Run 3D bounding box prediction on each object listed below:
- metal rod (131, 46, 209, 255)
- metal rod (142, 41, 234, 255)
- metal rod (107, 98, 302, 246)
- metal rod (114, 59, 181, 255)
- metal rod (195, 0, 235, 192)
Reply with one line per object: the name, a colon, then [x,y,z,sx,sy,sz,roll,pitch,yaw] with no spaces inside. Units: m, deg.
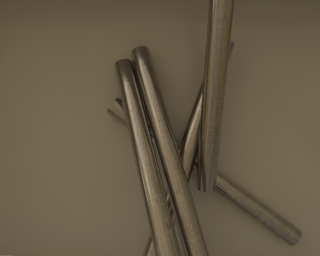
metal rod: [0.011,0.035,0.366,0.025,0.025,0.299,-15,72,0]
metal rod: [0.035,0.030,0.386,0.025,0.025,0.299,19,85,-1]
metal rod: [0.059,0.058,0.412,0.301,0.025,0.025,36,90,-1]
metal rod: [-0.013,0.048,0.352,0.025,0.025,0.299,-15,66,0]
metal rod: [0.061,-0.065,0.337,0.025,0.025,0.298,1,111,-1]
